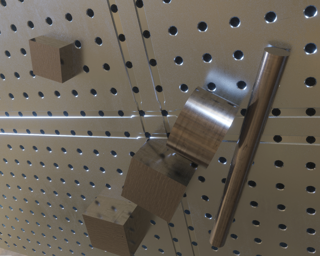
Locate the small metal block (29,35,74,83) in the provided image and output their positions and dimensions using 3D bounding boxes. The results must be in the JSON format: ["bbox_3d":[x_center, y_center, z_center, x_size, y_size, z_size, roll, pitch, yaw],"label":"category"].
[{"bbox_3d":[-0.150,-0.095,0.429,0.050,0.025,0.050,18,126,17],"label":"small metal block"}]

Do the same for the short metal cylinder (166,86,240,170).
[{"bbox_3d":[0.048,0.000,0.349,0.050,0.080,0.079,28,128,10],"label":"short metal cylinder"}]

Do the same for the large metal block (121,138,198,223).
[{"bbox_3d":[-0.001,0.075,0.441,0.080,0.050,0.079,27,128,11],"label":"large metal block"}]

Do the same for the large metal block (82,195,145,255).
[{"bbox_3d":[-0.079,0.171,0.541,0.080,0.050,0.079,7,122,24],"label":"large metal block"}]

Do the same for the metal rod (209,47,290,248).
[{"bbox_3d":[0.101,0.048,0.386,0.025,0.025,0.298,18,126,17],"label":"metal rod"}]
